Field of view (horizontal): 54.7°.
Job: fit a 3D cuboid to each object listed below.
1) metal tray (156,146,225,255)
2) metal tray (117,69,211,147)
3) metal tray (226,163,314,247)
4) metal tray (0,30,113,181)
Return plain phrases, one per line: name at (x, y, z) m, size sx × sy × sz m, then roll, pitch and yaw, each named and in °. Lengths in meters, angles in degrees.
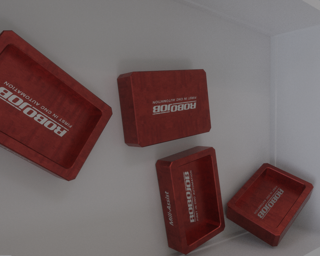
metal tray at (0.046, 0.098, 0.441) m, size 0.091 × 0.030 × 0.129 m, roll -15°, pitch 100°, yaw -39°
metal tray at (0.011, -0.030, 0.412) m, size 0.131 × 0.030 × 0.089 m, roll -11°, pitch 97°, yaw -39°
metal tray at (0.182, 0.120, 0.514) m, size 0.131 × 0.090 × 0.030 m, roll -35°, pitch 137°, yaw -35°
metal tray at (-0.120, -0.017, 0.302) m, size 0.130 × 0.030 × 0.090 m, roll 40°, pitch 66°, yaw -33°
